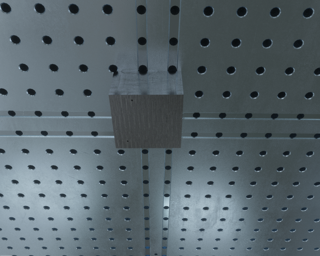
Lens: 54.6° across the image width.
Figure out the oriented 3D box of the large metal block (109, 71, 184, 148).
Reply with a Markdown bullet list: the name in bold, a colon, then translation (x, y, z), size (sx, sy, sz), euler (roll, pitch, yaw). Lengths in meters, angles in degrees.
- **large metal block**: translation (-0.015, -0.021, 0.377), size (0.080, 0.050, 0.080), euler (0, 130, 0)
